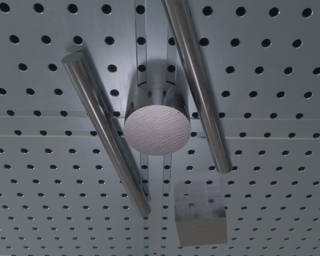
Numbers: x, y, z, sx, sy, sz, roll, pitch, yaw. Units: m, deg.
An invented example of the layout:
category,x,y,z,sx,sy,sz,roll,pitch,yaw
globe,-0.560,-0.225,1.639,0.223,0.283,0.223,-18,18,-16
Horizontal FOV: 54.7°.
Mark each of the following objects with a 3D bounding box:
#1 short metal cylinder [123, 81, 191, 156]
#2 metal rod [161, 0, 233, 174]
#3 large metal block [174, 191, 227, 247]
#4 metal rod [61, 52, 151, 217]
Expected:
category,x,y,z,sx,sy,sz,roll,pitch,yaw
short metal cylinder,-0.003,-0.011,0.386,0.081,0.050,0.079,0,130,0
metal rod,0.048,-0.048,0.370,0.025,0.025,0.299,-15,129,12
large metal block,0.070,0.157,0.530,0.080,0.050,0.080,-7,130,6
metal rod,-0.062,0.032,0.438,0.025,0.025,0.299,-11,130,9
